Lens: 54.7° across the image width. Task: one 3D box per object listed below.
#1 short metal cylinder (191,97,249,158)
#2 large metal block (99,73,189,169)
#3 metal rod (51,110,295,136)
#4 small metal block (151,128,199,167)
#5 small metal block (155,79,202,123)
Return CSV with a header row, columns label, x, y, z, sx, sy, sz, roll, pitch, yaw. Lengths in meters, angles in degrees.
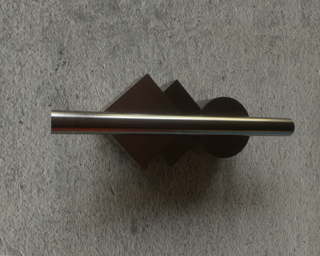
label,x,y,z,sx,sy,sz,roll,pitch,yaw
short metal cylinder,0.075,-0.001,0.424,0.081,0.050,0.080,0,90,-20
large metal block,-0.026,-0.008,0.386,0.080,0.050,0.080,-44,104,-15
metal rod,0.031,-0.004,0.367,0.302,0.025,0.025,1,90,-20
small metal block,0.015,0.022,0.404,0.050,0.050,0.025,-44,104,-15
small metal block,0.019,-0.033,0.405,0.025,0.050,0.050,-44,105,-14
